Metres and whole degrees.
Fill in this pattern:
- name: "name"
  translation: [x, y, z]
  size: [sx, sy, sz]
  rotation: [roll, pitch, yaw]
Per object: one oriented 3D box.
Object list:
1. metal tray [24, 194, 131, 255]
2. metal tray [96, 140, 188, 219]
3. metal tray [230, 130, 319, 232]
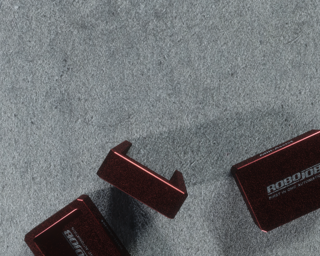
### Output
- name: "metal tray"
  translation: [-0.100, 0.166, 0.406]
  size: [0.090, 0.030, 0.130]
  rotation: [-35, 90, 0]
- name: "metal tray"
  translation: [-0.017, 0.054, 0.370]
  size: [0.090, 0.130, 0.030]
  rotation: [31, 93, 0]
- name: "metal tray"
  translation: [0.172, 0.068, 0.409]
  size: [0.131, 0.030, 0.090]
  rotation: [-24, 90, 0]
